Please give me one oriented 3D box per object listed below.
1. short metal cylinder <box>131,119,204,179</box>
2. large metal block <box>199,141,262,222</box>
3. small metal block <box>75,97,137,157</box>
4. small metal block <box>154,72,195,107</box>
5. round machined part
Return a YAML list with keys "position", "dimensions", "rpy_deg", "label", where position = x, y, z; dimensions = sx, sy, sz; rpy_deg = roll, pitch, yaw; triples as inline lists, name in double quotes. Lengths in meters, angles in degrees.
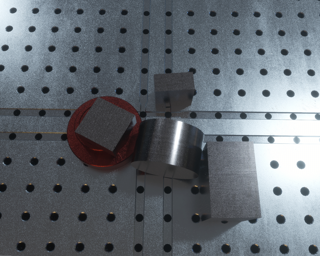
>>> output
- position: [0.010, 0.027, 0.373]
  dimensions: [0.080, 0.080, 0.050]
  rpy_deg: [10, 71, 3]
  label: "short metal cylinder"
- position: [0.076, 0.065, 0.360]
  dimensions: [0.050, 0.080, 0.080]
  rpy_deg: [0, 70, 0]
  label: "large metal block"
- position: [-0.063, -0.001, 0.367]
  dimensions: [0.050, 0.025, 0.050]
  rpy_deg: [27, 72, 9]
  label: "small metal block"
- position: [0.018, -0.051, 0.417]
  dimensions: [0.050, 0.050, 0.025]
  rpy_deg: [-4, 70, -2]
  label: "small metal block"
- position: [-0.072, 0.002, 0.401]
  dimensions: [0.099, 0.042, 0.098]
  rpy_deg: [0, 70, 0]
  label: "round machined part"
